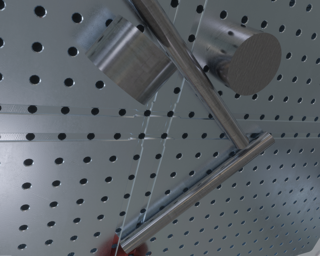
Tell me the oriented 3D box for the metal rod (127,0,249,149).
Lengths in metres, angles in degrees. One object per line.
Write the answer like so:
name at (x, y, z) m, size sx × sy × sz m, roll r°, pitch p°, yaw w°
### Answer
metal rod at (0.051, -0.060, 0.401) m, size 0.025 × 0.025 × 0.300 m, roll -43°, pitch 130°, yaw 1°

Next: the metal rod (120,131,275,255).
metal rod at (0.064, 0.104, 0.509) m, size 0.301 × 0.025 × 0.025 m, roll -36°, pitch 129°, yaw -4°

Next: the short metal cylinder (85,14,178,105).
short metal cylinder at (-0.029, -0.068, 0.317) m, size 0.050 × 0.080 × 0.080 m, roll -48°, pitch 129°, yaw 5°

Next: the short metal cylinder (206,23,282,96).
short metal cylinder at (0.107, -0.088, 0.398) m, size 0.081 × 0.050 × 0.079 m, roll -14°, pitch 124°, yaw -21°
